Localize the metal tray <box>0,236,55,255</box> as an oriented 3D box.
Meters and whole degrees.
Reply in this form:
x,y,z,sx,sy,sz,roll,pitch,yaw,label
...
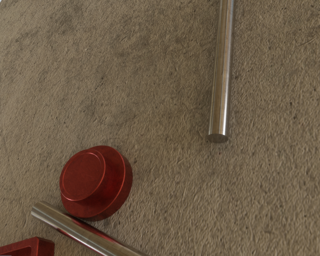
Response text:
x,y,z,sx,sy,sz,roll,pitch,yaw,label
-0.194,0.195,0.380,0.130,0.030,0.090,-20,54,16,metal tray

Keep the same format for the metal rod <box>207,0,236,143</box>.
x,y,z,sx,sy,sz,roll,pitch,yaw,label
0.090,-0.119,0.428,0.025,0.025,0.299,-4,60,26,metal rod

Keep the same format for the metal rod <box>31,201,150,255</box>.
x,y,z,sx,sy,sz,roll,pitch,yaw,label
-0.040,0.139,0.337,0.300,0.025,0.025,13,69,33,metal rod

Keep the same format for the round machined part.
x,y,z,sx,sy,sz,roll,pitch,yaw,label
-0.088,0.066,0.397,0.098,0.042,0.098,-13,56,20,round machined part
